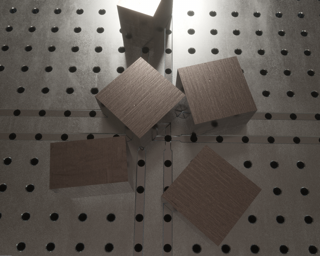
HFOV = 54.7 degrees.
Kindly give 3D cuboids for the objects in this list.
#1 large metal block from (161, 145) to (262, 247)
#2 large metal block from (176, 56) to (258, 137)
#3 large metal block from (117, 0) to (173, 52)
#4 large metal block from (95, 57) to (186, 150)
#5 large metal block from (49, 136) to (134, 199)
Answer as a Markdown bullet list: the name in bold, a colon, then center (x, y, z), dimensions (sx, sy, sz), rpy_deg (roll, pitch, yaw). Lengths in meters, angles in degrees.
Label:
- **large metal block**: center (0.058, 0.081, 0.370), dimensions (0.080, 0.050, 0.080), rpy_deg (40, 74, 13)
- **large metal block**: center (0.071, -0.041, 0.414), dimensions (0.081, 0.050, 0.080), rpy_deg (-13, 71, -5)
- **large metal block**: center (-0.018, -0.171, 0.445), dimensions (0.050, 0.080, 0.080), rpy_deg (20, 71, 7)
- **large metal block**: center (-0.025, -0.032, 0.410), dimensions (0.080, 0.050, 0.080), rpy_deg (43, 75, 14)
- **large metal block**: center (-0.076, 0.049, 0.364), dimensions (0.081, 0.080, 0.050), rpy_deg (-5, 70, -2)
